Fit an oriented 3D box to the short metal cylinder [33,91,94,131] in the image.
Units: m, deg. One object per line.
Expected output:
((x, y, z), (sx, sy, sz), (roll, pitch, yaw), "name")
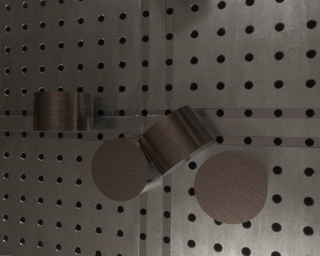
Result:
((-0.132, -0.021, 0.428), (0.080, 0.080, 0.050), (0, 90, 19), "short metal cylinder")

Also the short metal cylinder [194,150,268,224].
((0.086, 0.067, 0.369), (0.080, 0.050, 0.079), (0, 90, 19), "short metal cylinder")

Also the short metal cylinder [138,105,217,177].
((0.021, 0.016, 0.376), (0.080, 0.080, 0.050), (-38, 78, 16), "short metal cylinder")

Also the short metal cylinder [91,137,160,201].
((-0.043, 0.052, 0.413), (0.080, 0.050, 0.079), (0, 90, 19), "short metal cylinder")
